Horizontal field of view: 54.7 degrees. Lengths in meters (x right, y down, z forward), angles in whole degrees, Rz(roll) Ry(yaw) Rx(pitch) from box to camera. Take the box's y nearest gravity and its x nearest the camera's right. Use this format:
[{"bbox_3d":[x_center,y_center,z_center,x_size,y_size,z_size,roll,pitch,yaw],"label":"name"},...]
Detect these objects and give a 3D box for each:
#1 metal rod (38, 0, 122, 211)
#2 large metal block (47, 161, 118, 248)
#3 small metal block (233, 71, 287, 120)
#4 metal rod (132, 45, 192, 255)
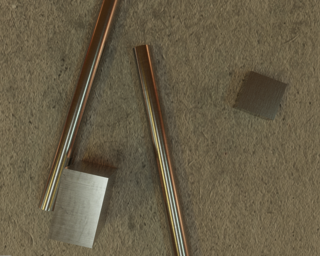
[{"bbox_3d":[-0.104,-0.038,0.408,0.025,0.025,0.298,17,90,-1],"label":"metal rod"},{"bbox_3d":[-0.091,0.088,0.381,0.050,0.080,0.080,13,90,0],"label":"large metal block"},{"bbox_3d":[0.132,-0.042,0.412,0.050,0.025,0.050,20,90,-1],"label":"small metal block"},{"bbox_3d":[0.004,0.040,0.410,0.025,0.025,0.298,-11,90,0],"label":"metal rod"}]
